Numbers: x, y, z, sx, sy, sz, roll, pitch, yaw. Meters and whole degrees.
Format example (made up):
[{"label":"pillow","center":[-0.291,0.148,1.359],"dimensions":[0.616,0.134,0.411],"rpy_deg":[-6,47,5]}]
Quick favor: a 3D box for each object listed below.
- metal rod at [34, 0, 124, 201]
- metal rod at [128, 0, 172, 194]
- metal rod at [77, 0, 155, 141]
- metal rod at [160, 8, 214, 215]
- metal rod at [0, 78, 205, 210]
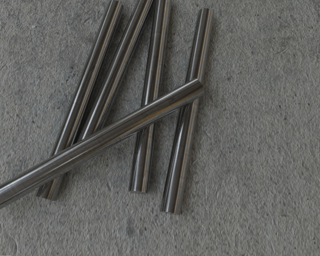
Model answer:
[{"label":"metal rod","center":[-0.103,-0.051,0.425],"dimensions":[0.025,0.025,0.299],"rpy_deg":[13,70,5]},{"label":"metal rod","center":[-0.010,-0.061,0.429],"dimensions":[0.025,0.025,0.299],"rpy_deg":[6,70,2]},{"label":"metal rod","center":[-0.052,-0.104,0.445],"dimensions":[0.025,0.025,0.299],"rpy_deg":[17,71,6]},{"label":"metal rod","center":[0.041,-0.036,0.421],"dimensions":[0.025,0.025,0.299],"rpy_deg":[11,70,4]},{"label":"metal rod","center":[-0.078,0.020,0.372],"dimensions":[0.301,0.025,0.025],"rpy_deg":[-30,73,-11]}]
